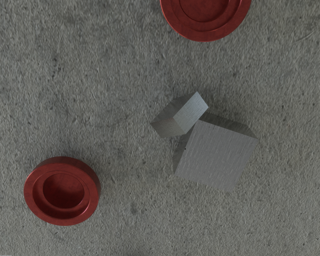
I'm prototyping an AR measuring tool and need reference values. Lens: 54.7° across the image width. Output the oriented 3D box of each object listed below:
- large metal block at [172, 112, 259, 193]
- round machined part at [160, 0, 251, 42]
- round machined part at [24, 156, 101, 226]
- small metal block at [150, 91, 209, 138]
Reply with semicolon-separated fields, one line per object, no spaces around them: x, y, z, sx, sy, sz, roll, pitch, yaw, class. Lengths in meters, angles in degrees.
0.069;0.028;0.408;0.080;0.050;0.079;18;109;-7;large metal block
0.049;-0.148;0.347;0.099;0.042;0.097;0;110;-1;round machined part
-0.131;0.083;0.429;0.099;0.042;0.097;0;110;-1;round machined part
0.023;-0.016;0.380;0.050;0.050;0.025;-47;109;-29;small metal block
